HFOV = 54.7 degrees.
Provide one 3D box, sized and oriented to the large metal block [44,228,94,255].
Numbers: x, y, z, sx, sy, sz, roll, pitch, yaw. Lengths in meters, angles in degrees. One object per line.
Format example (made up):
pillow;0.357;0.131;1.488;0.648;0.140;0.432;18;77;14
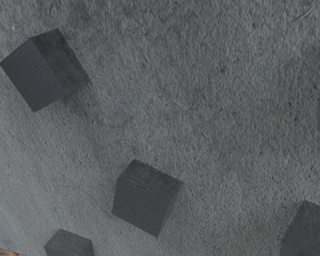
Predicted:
large metal block;-0.189;0.271;0.658;0.080;0.050;0.079;11;123;22

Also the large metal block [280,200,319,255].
large metal block;0.180;0.149;0.368;0.050;0.080;0.079;21;126;16

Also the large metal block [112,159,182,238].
large metal block;-0.021;0.106;0.467;0.080;0.050;0.079;24;127;13

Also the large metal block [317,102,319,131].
large metal block;0.191;-0.034;0.268;0.080;0.050;0.079;14;124;20

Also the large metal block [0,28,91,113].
large metal block;-0.157;-0.077;0.426;0.080;0.050;0.080;-20;108;35
